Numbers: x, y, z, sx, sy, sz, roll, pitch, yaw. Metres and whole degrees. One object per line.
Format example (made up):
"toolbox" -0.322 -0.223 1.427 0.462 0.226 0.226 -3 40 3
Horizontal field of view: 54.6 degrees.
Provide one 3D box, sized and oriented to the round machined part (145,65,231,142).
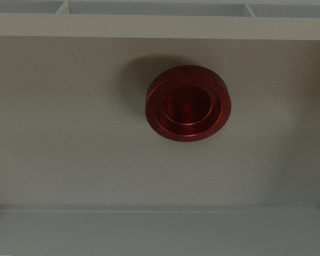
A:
"round machined part" 0.032 -0.033 0.370 0.099 0.042 0.097 0 130 0
